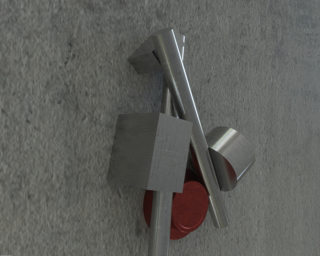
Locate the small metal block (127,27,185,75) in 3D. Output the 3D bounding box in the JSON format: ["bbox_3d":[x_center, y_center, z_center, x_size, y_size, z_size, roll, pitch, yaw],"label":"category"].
[{"bbox_3d":[-0.005,-0.095,0.387,0.050,0.050,0.025,-52,121,-27],"label":"small metal block"}]

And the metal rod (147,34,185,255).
[{"bbox_3d":[0.009,0.021,0.396,0.025,0.025,0.299,15,74,-39],"label":"metal rod"}]

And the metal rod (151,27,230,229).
[{"bbox_3d":[0.048,0.020,0.404,0.025,0.025,0.298,-40,123,-33],"label":"metal rod"}]

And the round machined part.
[{"bbox_3d":[0.028,0.103,0.422,0.099,0.042,0.097,0,90,-40],"label":"round machined part"}]

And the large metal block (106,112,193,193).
[{"bbox_3d":[-0.014,0.028,0.361,0.050,0.080,0.080,15,80,-39],"label":"large metal block"}]

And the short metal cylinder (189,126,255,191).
[{"bbox_3d":[0.089,0.044,0.448,0.050,0.080,0.080,-40,115,-33],"label":"short metal cylinder"}]
